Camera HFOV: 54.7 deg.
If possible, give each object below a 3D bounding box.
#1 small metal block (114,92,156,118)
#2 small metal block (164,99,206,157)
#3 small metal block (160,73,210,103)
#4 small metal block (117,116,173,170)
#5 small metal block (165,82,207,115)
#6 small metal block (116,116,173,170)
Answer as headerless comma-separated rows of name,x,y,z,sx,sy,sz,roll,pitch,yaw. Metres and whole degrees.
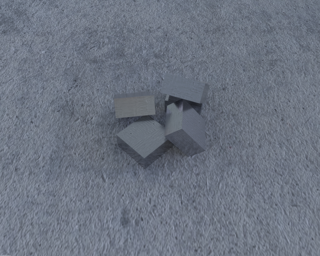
small metal block,-0.034,-0.032,0.415,0.050,0.025,0.050,-6,13,-6
small metal block,0.032,0.000,0.386,0.025,0.050,0.050,-24,41,31
small metal block,0.034,-0.050,0.397,0.050,0.025,0.050,17,9,13
small metal block,-0.018,0.016,0.391,0.050,0.025,0.050,38,59,27
small metal block,0.037,-0.044,0.442,0.050,0.025,0.050,11,51,8
small metal block,-0.018,0.016,0.391,0.050,0.025,0.050,37,59,27
